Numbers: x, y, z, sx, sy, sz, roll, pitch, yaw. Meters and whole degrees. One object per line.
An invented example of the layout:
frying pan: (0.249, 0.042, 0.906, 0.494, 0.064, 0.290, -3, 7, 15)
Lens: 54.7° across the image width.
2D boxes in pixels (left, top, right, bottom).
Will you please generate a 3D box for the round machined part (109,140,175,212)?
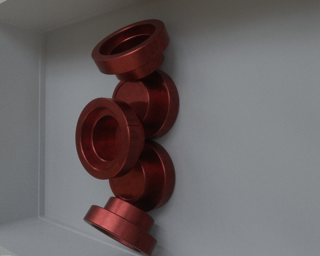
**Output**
round machined part: (-0.031, 0.065, 0.417, 0.098, 0.042, 0.097, 0, 90, 39)

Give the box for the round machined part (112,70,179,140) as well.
round machined part: (-0.027, -0.033, 0.413, 0.098, 0.042, 0.097, 0, 90, 39)

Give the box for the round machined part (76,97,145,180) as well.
round machined part: (-0.058, 0.012, 0.383, 0.098, 0.042, 0.097, 0, 90, 39)

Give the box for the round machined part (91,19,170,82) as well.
round machined part: (-0.033, -0.095, 0.395, 0.098, 0.098, 0.042, 9, 138, 39)

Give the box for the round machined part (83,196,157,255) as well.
round machined part: (-0.047, 0.125, 0.407, 0.098, 0.098, 0.042, 8, 58, 39)
